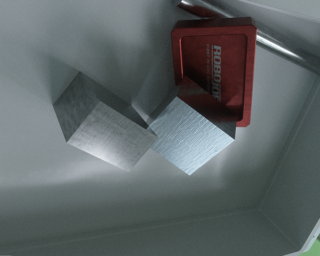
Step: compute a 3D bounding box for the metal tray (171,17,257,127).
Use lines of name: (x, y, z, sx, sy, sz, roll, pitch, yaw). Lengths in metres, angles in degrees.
metal tray: (0.065, -0.062, 0.374, 0.090, 0.030, 0.129, 1, 125, 11)

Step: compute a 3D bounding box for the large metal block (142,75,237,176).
large metal block: (0.033, -0.001, 0.372, 0.080, 0.050, 0.080, 36, 127, -10)

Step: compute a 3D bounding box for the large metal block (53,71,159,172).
large metal block: (-0.061, -0.007, 0.336, 0.080, 0.080, 0.050, 34, 99, -39)

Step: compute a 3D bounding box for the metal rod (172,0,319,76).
metal rod: (0.144, -0.119, 0.415, 0.302, 0.025, 0.025, 11, 113, -34)
